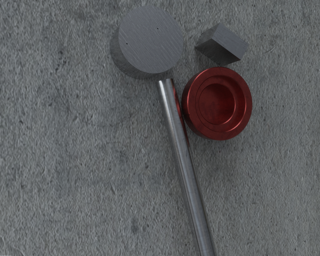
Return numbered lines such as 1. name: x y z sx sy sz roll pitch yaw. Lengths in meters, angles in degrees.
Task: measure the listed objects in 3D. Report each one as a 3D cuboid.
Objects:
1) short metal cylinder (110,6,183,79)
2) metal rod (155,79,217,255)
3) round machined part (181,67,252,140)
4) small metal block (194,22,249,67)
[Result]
1. short metal cylinder: -0.018 -0.105 0.389 0.081 0.050 0.079 0 90 -20
2. metal rod: 0.041 0.083 0.395 0.025 0.025 0.298 -11 83 -20
3. round machined part: 0.074 -0.032 0.427 0.099 0.042 0.097 0 90 -20
4. small metal block: 0.084 -0.113 0.426 0.050 0.050 0.025 30 80 -18
